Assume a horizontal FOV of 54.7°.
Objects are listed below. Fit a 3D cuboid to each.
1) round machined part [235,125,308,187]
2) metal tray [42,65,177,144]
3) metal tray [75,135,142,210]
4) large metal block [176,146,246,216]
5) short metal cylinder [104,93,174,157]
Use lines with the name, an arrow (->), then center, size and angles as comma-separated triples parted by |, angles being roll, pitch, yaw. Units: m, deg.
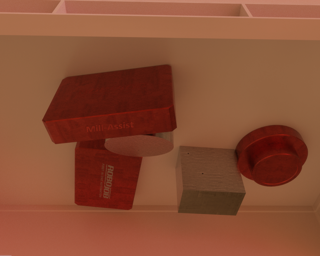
round machined part -> 0.160, 0.046, 0.440 | 0.099, 0.042, 0.097 | -1, 130, 0
metal tray -> -0.050, -0.029, 0.340 | 0.131, 0.090, 0.030 | -6, 128, 5
metal tray -> -0.079, 0.070, 0.464 | 0.091, 0.030, 0.129 | 7, 130, -7
large metal block -> 0.066, 0.073, 0.436 | 0.081, 0.080, 0.050 | 4, 130, -4
short metal cylinder -> -0.024, -0.001, 0.371 | 0.081, 0.050, 0.080 | 0, 158, 0
